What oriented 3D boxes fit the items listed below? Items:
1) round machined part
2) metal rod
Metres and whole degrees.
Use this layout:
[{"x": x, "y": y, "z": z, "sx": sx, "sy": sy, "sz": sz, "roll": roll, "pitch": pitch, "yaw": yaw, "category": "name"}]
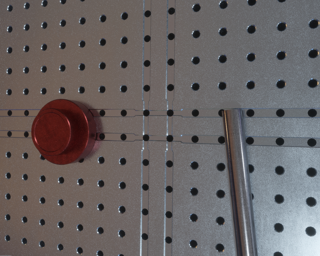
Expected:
[{"x": -0.148, "y": 0.006, "z": 0.456, "sx": 0.098, "sy": 0.042, "sz": 0.097, "roll": 0, "pitch": 90, "yaw": 20, "category": "round machined part"}, {"x": 0.103, "y": 0.126, "z": 0.375, "sx": 0.025, "sy": 0.025, "sz": 0.298, "roll": -6, "pitch": 88, "yaw": 20, "category": "metal rod"}]
